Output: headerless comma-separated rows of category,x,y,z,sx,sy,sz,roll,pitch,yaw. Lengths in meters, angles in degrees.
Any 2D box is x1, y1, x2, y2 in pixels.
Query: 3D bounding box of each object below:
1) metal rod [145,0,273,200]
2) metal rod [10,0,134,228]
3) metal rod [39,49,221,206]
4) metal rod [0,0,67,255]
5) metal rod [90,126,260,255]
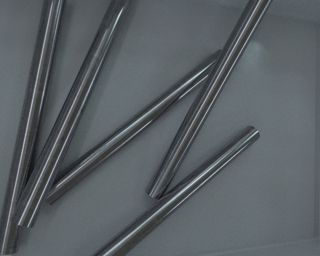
metal rod,0.061,-0.043,0.386,0.025,0.025,0.299,25,99,-19
metal rod,-0.095,-0.035,0.362,0.025,0.025,0.299,25,77,-18
metal rod,-0.022,-0.010,0.402,0.301,0.025,0.025,-39,103,-16
metal rod,-0.147,-0.010,0.356,0.025,0.025,0.298,11,86,-20
metal rod,0.025,0.087,0.402,0.302,0.025,0.025,-35,102,-23
